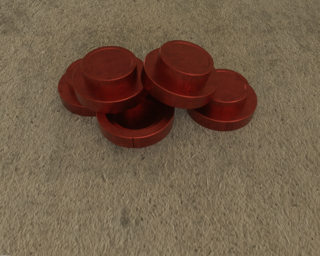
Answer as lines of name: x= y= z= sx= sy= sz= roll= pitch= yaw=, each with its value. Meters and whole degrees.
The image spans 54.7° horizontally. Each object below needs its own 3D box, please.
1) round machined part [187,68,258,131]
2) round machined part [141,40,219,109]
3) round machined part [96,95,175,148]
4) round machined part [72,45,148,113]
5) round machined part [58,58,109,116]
round machined part: x=0.086 y=-0.046 z=0.432 sx=0.099 sy=0.042 sz=0.098 roll=0 pitch=50 yaw=0
round machined part: x=0.028 y=-0.073 z=0.388 sx=0.099 sy=0.042 sz=0.098 roll=9 pitch=48 yaw=-10
round machined part: x=-0.031 y=-0.012 z=0.403 sx=0.099 sy=0.042 sz=0.098 roll=0 pitch=50 yaw=0
round machined part: x=-0.062 y=-0.068 z=0.395 sx=0.099 sy=0.042 sz=0.098 roll=0 pitch=50 yaw=0
round machined part: x=-0.098 y=-0.066 z=0.447 sx=0.099 sy=0.042 sz=0.098 roll=0 pitch=50 yaw=0
